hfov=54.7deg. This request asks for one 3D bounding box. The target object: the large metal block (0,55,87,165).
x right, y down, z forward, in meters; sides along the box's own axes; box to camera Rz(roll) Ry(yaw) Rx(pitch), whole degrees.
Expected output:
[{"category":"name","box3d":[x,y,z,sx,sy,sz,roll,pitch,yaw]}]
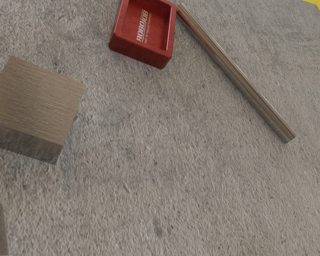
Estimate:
[{"category":"large metal block","box3d":[-0.133,-0.017,0.327,0.080,0.050,0.080,21,54,-16]}]

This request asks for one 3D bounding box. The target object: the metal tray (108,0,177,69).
[{"category":"metal tray","box3d":[-0.024,-0.162,0.487,0.091,0.030,0.130,18,54,-18]}]

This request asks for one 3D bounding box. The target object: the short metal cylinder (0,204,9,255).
[{"category":"short metal cylinder","box3d":[-0.158,0.091,0.228,0.081,0.080,0.050,-5,65,-31]}]

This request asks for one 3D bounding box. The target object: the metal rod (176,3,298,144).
[{"category":"metal rod","box3d":[0.124,-0.098,0.532,0.025,0.025,0.300,-32,80,-38]}]
